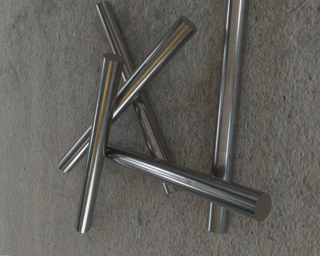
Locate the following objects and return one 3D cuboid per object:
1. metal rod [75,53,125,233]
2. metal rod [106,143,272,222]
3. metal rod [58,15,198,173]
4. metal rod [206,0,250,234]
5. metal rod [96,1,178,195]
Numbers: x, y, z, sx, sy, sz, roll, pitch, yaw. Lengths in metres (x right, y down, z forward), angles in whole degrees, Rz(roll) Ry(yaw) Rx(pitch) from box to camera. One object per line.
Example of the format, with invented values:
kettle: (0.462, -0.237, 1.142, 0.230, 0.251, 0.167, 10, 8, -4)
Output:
metal rod: (-0.090, 0.041, 0.435, 0.025, 0.025, 0.298, 39, 127, 33)
metal rod: (-0.007, 0.048, 0.374, 0.300, 0.025, 0.025, 11, 97, 50)
metal rod: (-0.060, -0.028, 0.420, 0.299, 0.025, 0.025, -44, 64, 31)
metal rod: (0.076, -0.034, 0.341, 0.025, 0.025, 0.298, 7, 95, 40)
metal rod: (-0.034, -0.053, 0.433, 0.025, 0.025, 0.299, -34, 69, 35)
